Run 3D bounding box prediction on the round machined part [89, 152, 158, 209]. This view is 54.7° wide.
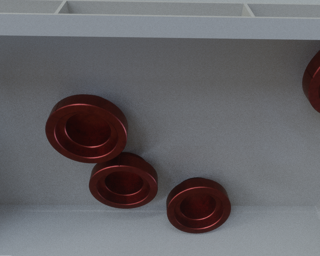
[{"bbox_3d":[-0.052,0.074,0.460,0.099,0.042,0.097,0,130,0],"label":"round machined part"}]

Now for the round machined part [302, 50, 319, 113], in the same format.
[{"bbox_3d":[0.210,-0.062,0.347,0.099,0.042,0.097,0,130,0],"label":"round machined part"}]

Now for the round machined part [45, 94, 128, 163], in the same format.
[{"bbox_3d":[-0.090,-0.003,0.394,0.099,0.042,0.097,0,130,0],"label":"round machined part"}]

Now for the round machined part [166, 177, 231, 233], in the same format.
[{"bbox_3d":[0.059,0.117,0.491,0.099,0.042,0.097,-1,120,-2],"label":"round machined part"}]
